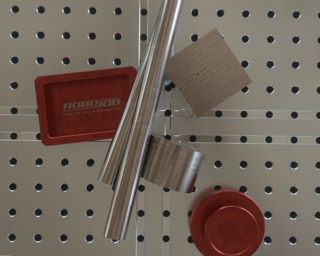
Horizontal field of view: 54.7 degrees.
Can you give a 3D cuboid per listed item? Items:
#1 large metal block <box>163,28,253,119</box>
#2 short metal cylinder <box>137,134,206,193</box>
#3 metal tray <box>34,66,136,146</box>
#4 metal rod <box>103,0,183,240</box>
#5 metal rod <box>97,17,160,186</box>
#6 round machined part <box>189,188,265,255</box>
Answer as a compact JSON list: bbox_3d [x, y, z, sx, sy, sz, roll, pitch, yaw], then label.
[{"bbox_3d":[0.057,-0.067,0.402,0.080,0.050,0.080,-34,91,-1],"label":"large metal block"},{"bbox_3d":[0.011,0.042,0.386,0.080,0.080,0.050,21,90,-1],"label":"short metal cylinder"},{"bbox_3d":[-0.091,-0.028,0.409,0.131,0.030,0.089,-7,90,-1],"label":"metal tray"},{"bbox_3d":[-0.016,-0.025,0.357,0.025,0.025,0.299,14,84,-1],"label":"metal rod"},{"bbox_3d":[-0.014,-0.075,0.388,0.025,0.025,0.299,19,80,-1],"label":"metal rod"},{"bbox_3d":[0.089,0.131,0.406,0.099,0.042,0.097,0,90,-1],"label":"round machined part"}]
